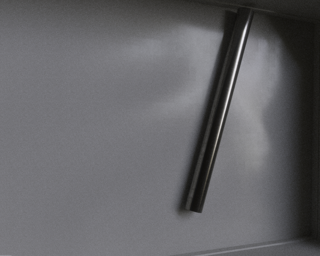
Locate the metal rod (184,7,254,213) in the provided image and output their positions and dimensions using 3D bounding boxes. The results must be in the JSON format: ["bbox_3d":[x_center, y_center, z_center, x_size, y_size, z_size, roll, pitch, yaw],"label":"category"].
[{"bbox_3d":[0.086,-0.029,0.443,0.025,0.025,0.299,18,84,-20],"label":"metal rod"}]
